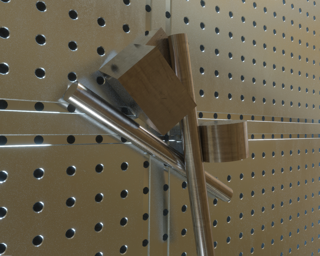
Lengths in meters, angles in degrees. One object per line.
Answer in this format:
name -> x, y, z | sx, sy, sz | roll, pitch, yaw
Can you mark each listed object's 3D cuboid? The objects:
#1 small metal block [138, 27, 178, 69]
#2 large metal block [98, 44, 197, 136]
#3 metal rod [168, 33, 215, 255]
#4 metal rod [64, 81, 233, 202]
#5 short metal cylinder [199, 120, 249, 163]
small metal block -> -0.005, -0.094, 0.404 | 0.050, 0.025, 0.050 | 50, 60, -28
large metal block -> -0.016, -0.046, 0.351 | 0.050, 0.080, 0.080 | -42, 118, -7
metal rod -> 0.043, 0.029, 0.411 | 0.025, 0.025, 0.298 | -13, 98, -39
metal rod -> 0.006, 0.033, 0.414 | 0.301, 0.025, 0.025 | 36, 68, -34
short metal cylinder -> 0.085, 0.017, 0.445 | 0.081, 0.080, 0.050 | -9, 96, -40
